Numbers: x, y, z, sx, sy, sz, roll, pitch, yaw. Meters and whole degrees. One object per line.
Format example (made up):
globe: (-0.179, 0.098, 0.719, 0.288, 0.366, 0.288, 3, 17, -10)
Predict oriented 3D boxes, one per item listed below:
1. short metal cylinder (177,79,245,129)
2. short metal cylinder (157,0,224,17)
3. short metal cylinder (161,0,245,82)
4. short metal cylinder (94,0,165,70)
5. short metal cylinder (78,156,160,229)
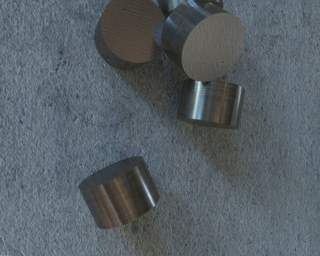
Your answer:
short metal cylinder: (0.066, -0.030, 0.404, 0.081, 0.080, 0.050, 11, 87, -20)
short metal cylinder: (0.036, -0.170, 0.393, 0.081, 0.080, 0.050, -12, 94, -20)
short metal cylinder: (0.049, -0.100, 0.356, 0.081, 0.050, 0.079, -17, 133, -19)
short metal cylinder: (-0.037, -0.115, 0.382, 0.081, 0.050, 0.080, 0, 90, -20)
short metal cylinder: (-0.047, 0.073, 0.363, 0.081, 0.080, 0.050, -26, 99, -18)
